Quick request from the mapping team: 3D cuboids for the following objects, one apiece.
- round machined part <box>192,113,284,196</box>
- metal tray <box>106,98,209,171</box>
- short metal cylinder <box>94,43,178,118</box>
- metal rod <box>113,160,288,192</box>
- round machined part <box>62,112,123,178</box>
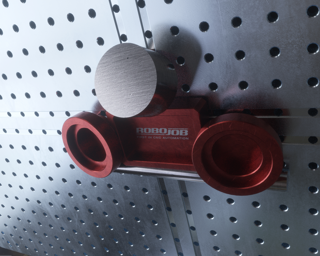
[{"bbox_3d":[0.089,0.026,0.358,0.098,0.042,0.097,8,119,15],"label":"round machined part"},{"bbox_3d":[0.001,0.009,0.407,0.130,0.030,0.089,1,120,27],"label":"metal tray"},{"bbox_3d":[-0.027,-0.052,0.353,0.080,0.050,0.079,1,93,28],"label":"short metal cylinder"},{"bbox_3d":[0.017,0.059,0.434,0.301,0.025,0.025,2,119,27],"label":"metal rod"},{"bbox_3d":[-0.092,0.020,0.450,0.098,0.042,0.097,18,126,28],"label":"round machined part"}]
